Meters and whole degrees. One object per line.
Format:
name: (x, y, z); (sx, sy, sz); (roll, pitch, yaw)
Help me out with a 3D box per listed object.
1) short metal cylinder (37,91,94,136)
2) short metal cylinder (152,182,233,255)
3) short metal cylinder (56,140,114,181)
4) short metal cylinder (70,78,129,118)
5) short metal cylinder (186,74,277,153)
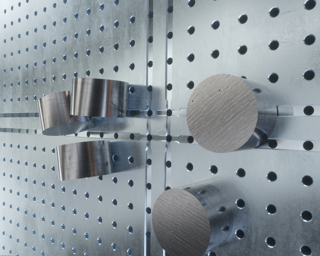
short metal cylinder: (-0.151, -0.022, 0.498); (0.080, 0.081, 0.050); (-21, 77, 38)
short metal cylinder: (0.037, 0.107, 0.362); (0.080, 0.050, 0.079); (0, 90, 40)
short metal cylinder: (-0.113, 0.049, 0.467); (0.080, 0.081, 0.050); (-13, 82, 39)
short metal cylinder: (-0.086, -0.042, 0.445); (0.080, 0.081, 0.050); (6, 94, 40)
short metal cylinder: (0.076, -0.015, 0.330); (0.080, 0.050, 0.080); (0, 90, 40)
